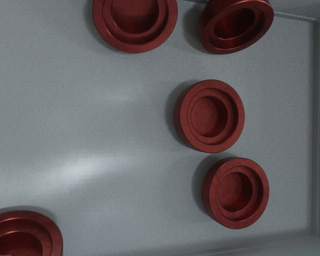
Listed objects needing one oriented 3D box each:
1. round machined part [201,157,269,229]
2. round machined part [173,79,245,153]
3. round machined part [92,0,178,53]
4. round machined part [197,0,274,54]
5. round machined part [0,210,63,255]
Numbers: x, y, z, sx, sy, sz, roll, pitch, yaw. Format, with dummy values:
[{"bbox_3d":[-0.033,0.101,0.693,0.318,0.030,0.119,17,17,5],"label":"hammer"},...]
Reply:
[{"bbox_3d":[0.102,0.089,0.441,0.099,0.042,0.097,0,90,-21],"label":"round machined part"},{"bbox_3d":[0.063,-0.016,0.426,0.099,0.042,0.097,0,90,-21],"label":"round machined part"},{"bbox_3d":[-0.031,-0.144,0.373,0.099,0.042,0.097,-5,131,-6],"label":"round machined part"},{"bbox_3d":[0.097,-0.147,0.416,0.099,0.097,0.042,-4,64,-20],"label":"round machined part"},{"bbox_3d":[-0.154,0.139,0.326,0.099,0.098,0.042,-2,129,-20],"label":"round machined part"}]
